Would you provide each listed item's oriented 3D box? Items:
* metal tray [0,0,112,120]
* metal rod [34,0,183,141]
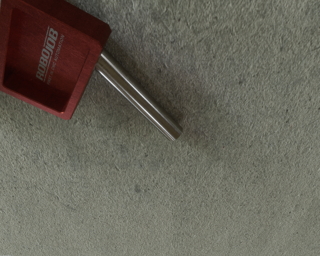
[{"bbox_3d":[-0.115,-0.070,0.318,0.090,0.030,0.129,26,139,-14],"label":"metal tray"},{"bbox_3d":[-0.072,-0.082,0.336,0.025,0.025,0.300,-31,124,23],"label":"metal rod"}]
